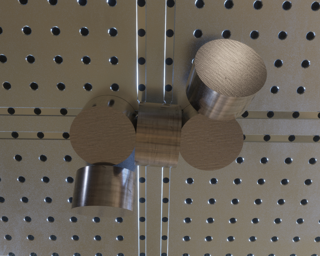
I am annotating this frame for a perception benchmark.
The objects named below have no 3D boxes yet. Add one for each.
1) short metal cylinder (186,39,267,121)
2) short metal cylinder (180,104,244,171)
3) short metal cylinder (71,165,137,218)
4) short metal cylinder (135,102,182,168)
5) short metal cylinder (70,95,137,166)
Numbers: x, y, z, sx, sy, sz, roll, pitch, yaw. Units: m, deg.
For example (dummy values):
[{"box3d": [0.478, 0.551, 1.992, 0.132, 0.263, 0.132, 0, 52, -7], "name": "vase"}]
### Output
[{"box3d": [0.074, -0.055, 0.358, 0.081, 0.080, 0.050, 8, 151, -4], "name": "short metal cylinder"}, {"box3d": [0.062, 0.008, 0.403, 0.081, 0.050, 0.079, 0, 110, -1], "name": "short metal cylinder"}, {"box3d": [-0.073, 0.086, 0.409, 0.081, 0.050, 0.080, 1, 154, 1], "name": "short metal cylinder"}, {"box3d": [-0.003, 0.009, 0.387, 0.050, 0.080, 0.079, 5, 110, -2], "name": "short metal cylinder"}, {"box3d": [-0.069, 0.003, 0.399, 0.081, 0.050, 0.079, 0, 110, -1], "name": "short metal cylinder"}]
